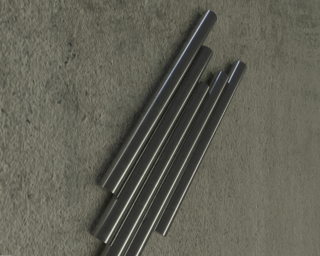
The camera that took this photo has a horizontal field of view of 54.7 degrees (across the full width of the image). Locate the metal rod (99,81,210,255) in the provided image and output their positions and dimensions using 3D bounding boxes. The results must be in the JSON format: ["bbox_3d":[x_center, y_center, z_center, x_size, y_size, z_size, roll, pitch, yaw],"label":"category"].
[{"bbox_3d":[-0.006,0.059,0.403,0.025,0.025,0.300,44,63,-32],"label":"metal rod"}]

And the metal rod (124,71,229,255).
[{"bbox_3d":[0.029,0.039,0.433,0.025,0.025,0.300,44,64,-32],"label":"metal rod"}]

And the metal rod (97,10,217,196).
[{"bbox_3d":[0.007,-0.049,0.414,0.025,0.025,0.300,44,64,-32],"label":"metal rod"}]

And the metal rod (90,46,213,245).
[{"bbox_3d":[0.000,0.006,0.408,0.025,0.025,0.300,44,63,-32],"label":"metal rod"}]

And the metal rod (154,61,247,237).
[{"bbox_3d":[0.065,0.017,0.463,0.025,0.025,0.300,44,64,-32],"label":"metal rod"}]
